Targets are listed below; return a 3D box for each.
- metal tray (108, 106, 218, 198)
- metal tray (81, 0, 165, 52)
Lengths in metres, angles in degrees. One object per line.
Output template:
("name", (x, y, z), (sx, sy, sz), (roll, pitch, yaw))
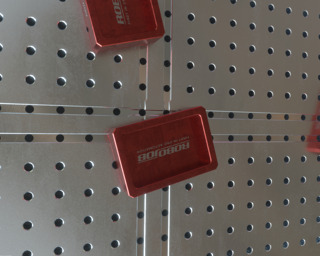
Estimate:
("metal tray", (0.007, 0.028, 0.413), (0.131, 0.030, 0.089), (-16, 96, -20))
("metal tray", (-0.053, -0.169, 0.390), (0.091, 0.030, 0.129), (-16, 96, -20))
